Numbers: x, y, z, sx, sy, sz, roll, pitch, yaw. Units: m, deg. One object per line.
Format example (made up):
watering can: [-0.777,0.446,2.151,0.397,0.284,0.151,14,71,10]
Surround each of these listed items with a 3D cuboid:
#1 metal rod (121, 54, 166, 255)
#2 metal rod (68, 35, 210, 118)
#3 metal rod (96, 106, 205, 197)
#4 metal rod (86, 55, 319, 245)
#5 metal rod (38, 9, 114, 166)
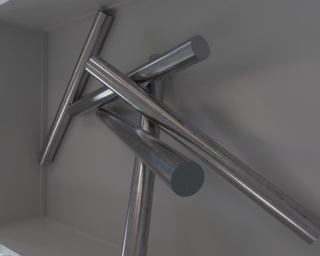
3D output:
metal rod: [-0.017,0.043,0.345,0.025,0.025,0.299,-17,56,39]
metal rod: [-0.053,-0.053,0.412,0.299,0.025,0.025,-14,81,51]
metal rod: [-0.034,0.006,0.345,0.300,0.025,0.025,-152,70,-66]
metal rod: [0.033,0.010,0.332,0.300,0.025,0.025,38,114,17]
metal rod: [-0.151,-0.057,0.531,0.025,0.025,0.298,44,116,31]
